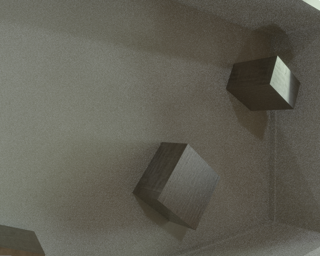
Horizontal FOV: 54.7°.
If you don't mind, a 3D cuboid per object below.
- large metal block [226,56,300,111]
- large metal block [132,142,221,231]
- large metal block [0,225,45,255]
[{"bbox_3d":[0.171,-0.070,0.514,0.080,0.080,0.050,32,70,-36],"label":"large metal block"},{"bbox_3d":[0.024,0.075,0.411,0.080,0.050,0.080,46,63,-31],"label":"large metal block"},{"bbox_3d":[-0.137,0.127,0.250,0.050,0.080,0.080,22,76,-24],"label":"large metal block"}]
